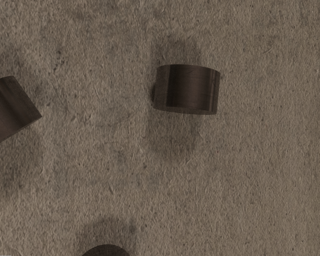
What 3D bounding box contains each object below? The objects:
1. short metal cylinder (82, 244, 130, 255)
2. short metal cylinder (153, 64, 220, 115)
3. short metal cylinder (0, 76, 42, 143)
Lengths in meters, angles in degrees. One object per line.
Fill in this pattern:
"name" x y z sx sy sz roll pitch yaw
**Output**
"short metal cylinder" -0.064 0.189 0.373 0.081 0.050 0.079 0 90 -21
"short metal cylinder" 0.034 -0.046 0.393 0.081 0.080 0.050 6 88 -20
"short metal cylinder" -0.171 -0.011 0.317 0.080 0.080 0.050 -35 102 -17
